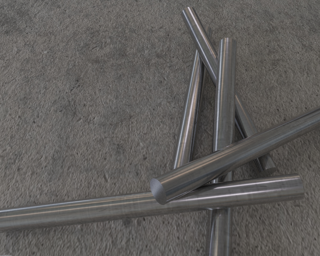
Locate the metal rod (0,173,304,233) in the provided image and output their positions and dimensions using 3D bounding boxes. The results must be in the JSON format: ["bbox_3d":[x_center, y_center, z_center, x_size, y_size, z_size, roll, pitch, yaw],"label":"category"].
[{"bbox_3d":[-0.017,0.076,0.308,0.302,0.025,0.025,-8,50,5],"label":"metal rod"}]

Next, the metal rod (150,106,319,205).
[{"bbox_3d":[0.121,0.014,0.350,0.302,0.025,0.025,-19,52,-31],"label":"metal rod"}]

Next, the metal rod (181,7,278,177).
[{"bbox_3d":[0.086,-0.070,0.439,0.025,0.025,0.299,-12,58,-10],"label":"metal rod"}]

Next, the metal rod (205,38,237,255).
[{"bbox_3d":[0.074,0.010,0.362,0.025,0.025,0.300,6,60,5],"label":"metal rod"}]

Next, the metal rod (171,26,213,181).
[{"bbox_3d":[0.052,-0.056,0.450,0.025,0.025,0.300,8,50,7],"label":"metal rod"}]
